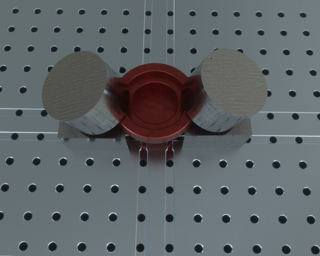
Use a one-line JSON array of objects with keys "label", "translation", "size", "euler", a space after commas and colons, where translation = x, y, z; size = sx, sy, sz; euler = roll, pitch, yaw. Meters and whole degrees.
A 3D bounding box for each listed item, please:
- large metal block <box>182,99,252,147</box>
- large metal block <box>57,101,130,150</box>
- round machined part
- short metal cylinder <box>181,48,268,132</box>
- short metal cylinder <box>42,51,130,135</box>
[{"label": "large metal block", "translation": [0.069, -0.020, 0.406], "size": [0.081, 0.050, 0.080], "euler": [-1, 70, -1]}, {"label": "large metal block", "translation": [-0.081, -0.017, 0.404], "size": [0.080, 0.050, 0.080], "euler": [1, 70, 0]}, {"label": "round machined part", "translation": [-0.006, -0.027, 0.381], "size": [0.099, 0.042, 0.098], "euler": [0, 70, 0]}, {"label": "short metal cylinder", "translation": [0.071, -0.041, 0.347], "size": [0.081, 0.050, 0.080], "euler": [7, 68, -19]}, {"label": "short metal cylinder", "translation": [-0.081, -0.038, 0.345], "size": [0.080, 0.050, 0.080], "euler": [-7, 70, 20]}]
